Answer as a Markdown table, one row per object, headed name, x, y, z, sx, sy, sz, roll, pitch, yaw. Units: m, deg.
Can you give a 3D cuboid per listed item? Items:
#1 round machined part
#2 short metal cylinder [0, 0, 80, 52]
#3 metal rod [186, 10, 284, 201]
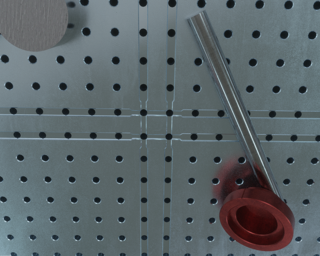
| name | x | y | z | sx | sy | sz | roll | pitch | yaw |
| --- | --- | --- | --- | --- | --- | --- | --- | --- | --- |
| round machined part | 0.137 | 0.122 | 0.436 | 0.098 | 0.042 | 0.097 | 15 | 127 | 21 |
| short metal cylinder | -0.138 | -0.130 | 0.351 | 0.081 | 0.050 | 0.079 | 0 | 110 | 0 |
| metal rod | 0.108 | -0.008 | 0.411 | 0.025 | 0.025 | 0.299 | -25 | 109 | 9 |
